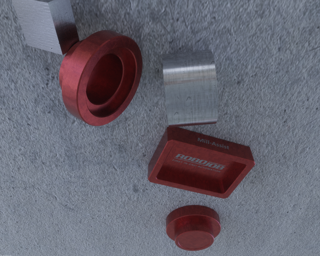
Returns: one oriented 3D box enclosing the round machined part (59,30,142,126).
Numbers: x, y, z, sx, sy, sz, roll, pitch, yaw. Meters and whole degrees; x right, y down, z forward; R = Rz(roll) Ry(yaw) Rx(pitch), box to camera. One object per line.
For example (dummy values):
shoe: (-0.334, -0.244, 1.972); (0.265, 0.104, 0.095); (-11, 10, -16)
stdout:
round machined part: (-0.065, -0.054, 0.325); (0.042, 0.099, 0.097); (27, 135, 23)

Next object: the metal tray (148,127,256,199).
metal tray: (0.057, 0.053, 0.449); (0.131, 0.030, 0.089); (15, 129, -13)

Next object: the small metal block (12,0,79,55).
small metal block: (-0.110, -0.104, 0.302); (0.050, 0.025, 0.050); (19, 136, 25)

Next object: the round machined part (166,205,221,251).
round machined part: (0.060, 0.184, 0.554); (0.099, 0.042, 0.097); (-1, 130, 0)

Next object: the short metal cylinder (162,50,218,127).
short metal cylinder: (0.032, -0.042, 0.336); (0.050, 0.080, 0.080); (-5, 130, 4)
